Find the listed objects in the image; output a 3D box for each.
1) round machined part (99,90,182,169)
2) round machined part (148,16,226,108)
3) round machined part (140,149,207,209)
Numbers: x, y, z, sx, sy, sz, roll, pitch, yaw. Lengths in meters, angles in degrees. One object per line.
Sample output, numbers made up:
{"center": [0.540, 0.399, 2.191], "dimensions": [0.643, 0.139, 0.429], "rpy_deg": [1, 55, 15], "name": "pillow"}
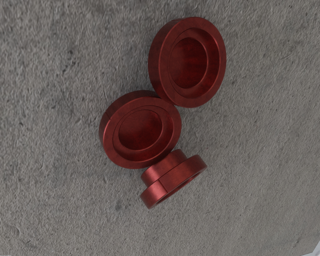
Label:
{"center": [-0.027, -0.002, 0.379], "dimensions": [0.099, 0.042, 0.097], "rpy_deg": [-13, 123, -20], "name": "round machined part"}
{"center": [0.026, -0.074, 0.352], "dimensions": [0.099, 0.042, 0.097], "rpy_deg": [-11, 109, -35], "name": "round machined part"}
{"center": [0.013, 0.065, 0.423], "dimensions": [0.098, 0.042, 0.098], "rpy_deg": [-34, 166, -10], "name": "round machined part"}
